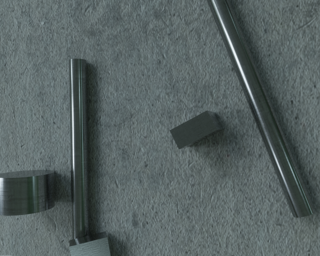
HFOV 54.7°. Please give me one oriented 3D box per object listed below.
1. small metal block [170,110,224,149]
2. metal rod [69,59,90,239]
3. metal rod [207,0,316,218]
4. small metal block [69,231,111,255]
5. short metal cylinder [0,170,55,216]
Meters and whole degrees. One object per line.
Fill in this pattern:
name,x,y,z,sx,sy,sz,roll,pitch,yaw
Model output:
small metal block,0.046,0.002,0.379,0.050,0.050,0.025,-29,81,18
metal rod,-0.116,0.051,0.449,0.025,0.025,0.298,-1,90,20
metal rod,0.113,-0.043,0.368,0.025,0.025,0.299,-22,83,18
small metal block,-0.095,0.177,0.427,0.050,0.025,0.050,-9,92,-16
short metal cylinder,-0.195,0.091,0.449,0.080,0.080,0.050,-2,90,20
